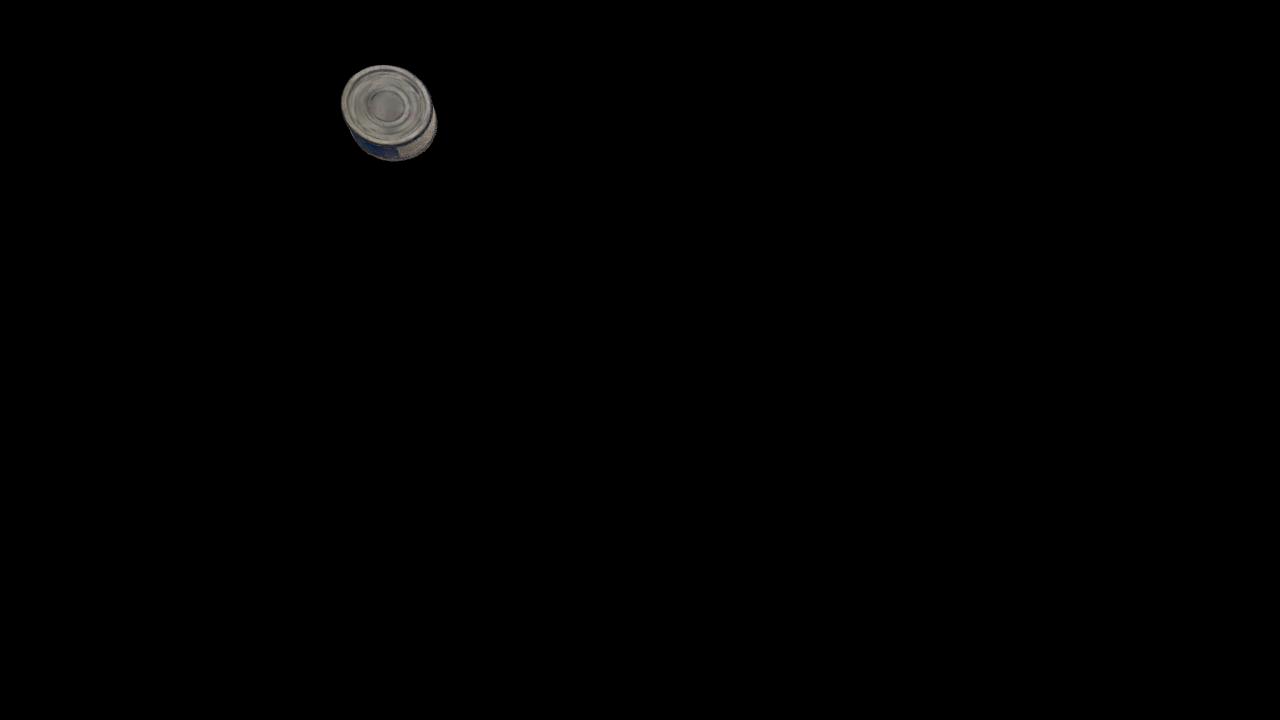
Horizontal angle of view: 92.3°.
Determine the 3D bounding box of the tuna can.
[{"bbox_3d":[-0.242,-0.239,0.594,0.084,0.084,0.034,0,-7,-11],"label":"tuna can"}]
